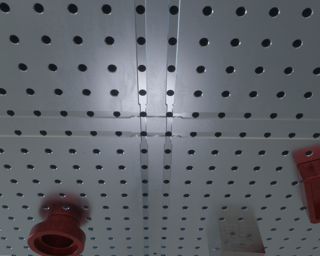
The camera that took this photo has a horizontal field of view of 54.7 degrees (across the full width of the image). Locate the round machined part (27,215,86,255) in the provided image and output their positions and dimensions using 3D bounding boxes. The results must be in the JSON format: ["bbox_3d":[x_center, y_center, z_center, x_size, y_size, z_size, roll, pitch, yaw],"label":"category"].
[{"bbox_3d":[-0.184,0.196,0.565,0.099,0.042,0.097,0,130,0],"label":"round machined part"}]

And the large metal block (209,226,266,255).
[{"bbox_3d":[0.145,0.235,0.597,0.081,0.050,0.079,6,130,-5],"label":"large metal block"}]

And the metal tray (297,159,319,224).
[{"bbox_3d":[0.277,0.099,0.495,0.090,0.030,0.130,-18,128,14],"label":"metal tray"}]
